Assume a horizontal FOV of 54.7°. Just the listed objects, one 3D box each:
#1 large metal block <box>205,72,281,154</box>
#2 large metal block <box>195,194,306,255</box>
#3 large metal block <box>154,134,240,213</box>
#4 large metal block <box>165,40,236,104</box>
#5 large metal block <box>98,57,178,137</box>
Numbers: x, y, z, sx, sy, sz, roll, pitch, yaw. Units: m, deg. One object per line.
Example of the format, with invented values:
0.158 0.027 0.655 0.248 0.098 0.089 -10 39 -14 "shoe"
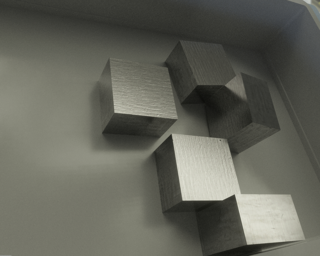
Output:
0.114 -0.019 0.443 0.050 0.080 0.080 13 56 -28 "large metal block"
0.100 0.113 0.357 0.081 0.080 0.050 6 59 -26 "large metal block"
0.044 0.057 0.381 0.081 0.050 0.080 6 59 -26 "large metal block"
0.064 -0.085 0.478 0.081 0.050 0.080 -4 64 -30 "large metal block"
-0.031 -0.037 0.397 0.081 0.050 0.080 5 60 -26 "large metal block"
